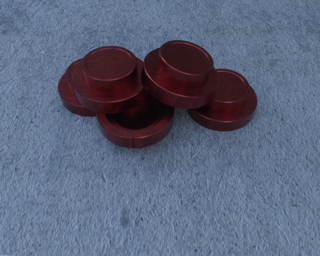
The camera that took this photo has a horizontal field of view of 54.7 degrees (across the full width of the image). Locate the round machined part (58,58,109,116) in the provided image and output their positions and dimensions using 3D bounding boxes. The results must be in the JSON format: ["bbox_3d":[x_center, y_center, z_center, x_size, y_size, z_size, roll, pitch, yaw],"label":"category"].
[{"bbox_3d":[-0.098,-0.066,0.447,0.099,0.042,0.098,0,50,0],"label":"round machined part"}]

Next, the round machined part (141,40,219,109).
[{"bbox_3d":[0.028,-0.073,0.388,0.099,0.042,0.098,9,48,-10],"label":"round machined part"}]

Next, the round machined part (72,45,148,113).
[{"bbox_3d":[-0.062,-0.068,0.395,0.099,0.042,0.098,0,50,0],"label":"round machined part"}]

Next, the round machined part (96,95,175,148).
[{"bbox_3d":[-0.031,-0.012,0.403,0.099,0.042,0.098,0,50,0],"label":"round machined part"}]

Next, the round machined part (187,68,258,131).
[{"bbox_3d":[0.086,-0.046,0.432,0.099,0.042,0.098,0,50,0],"label":"round machined part"}]
